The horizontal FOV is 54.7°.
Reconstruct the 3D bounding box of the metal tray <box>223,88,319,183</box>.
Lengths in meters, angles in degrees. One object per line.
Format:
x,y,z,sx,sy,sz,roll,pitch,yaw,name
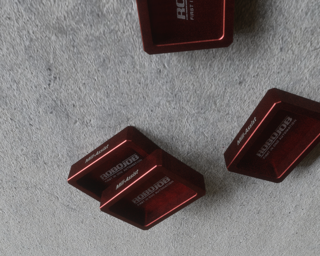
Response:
0.156,0.016,0.418,0.091,0.030,0.129,15,129,-13,metal tray

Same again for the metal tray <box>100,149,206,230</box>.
-0.012,0.093,0.442,0.090,0.030,0.130,34,122,-27,metal tray

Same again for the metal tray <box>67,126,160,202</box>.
-0.059,0.062,0.455,0.130,0.030,0.090,-34,123,25,metal tray

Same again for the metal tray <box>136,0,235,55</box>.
0.022,-0.137,0.287,0.091,0.030,0.129,-5,130,4,metal tray
